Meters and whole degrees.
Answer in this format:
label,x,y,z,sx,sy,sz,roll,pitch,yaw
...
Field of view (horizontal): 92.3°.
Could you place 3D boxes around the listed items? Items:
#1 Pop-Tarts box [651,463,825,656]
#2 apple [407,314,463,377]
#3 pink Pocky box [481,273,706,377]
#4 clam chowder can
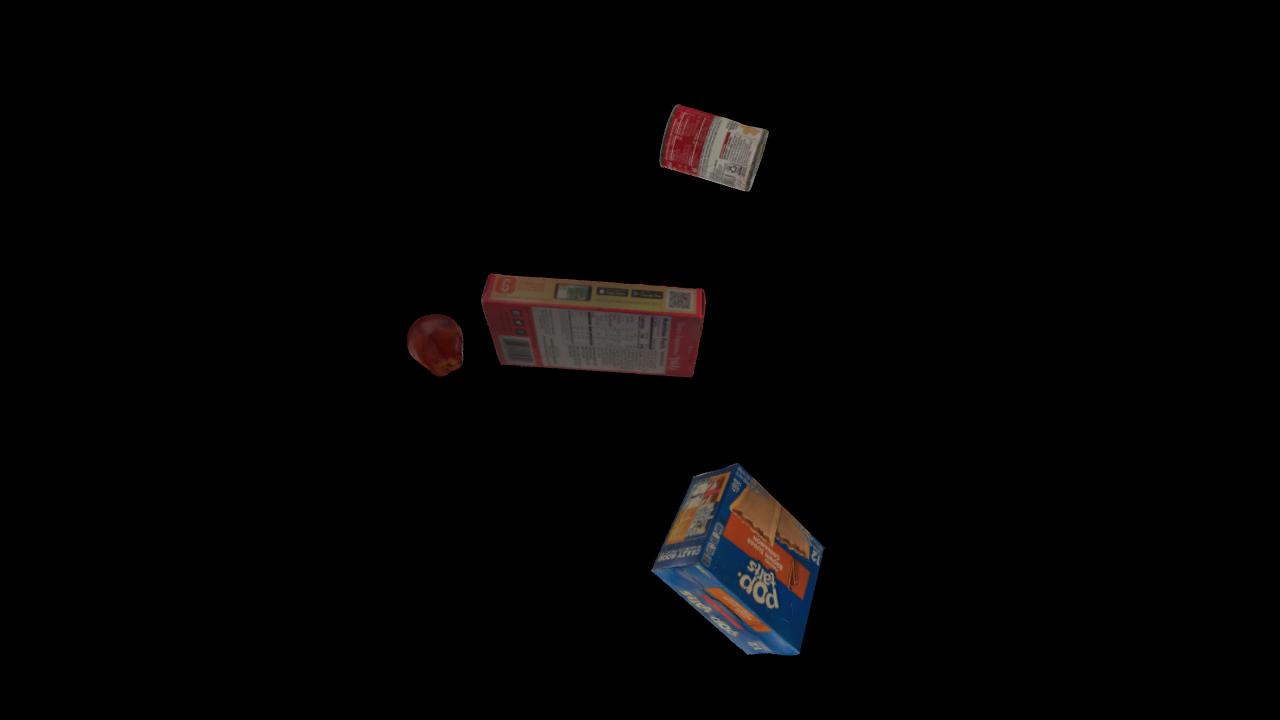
label,x,y,z,sx,sy,sz,roll,pitch,yaw
Pop-Tarts box,0.120,0.232,0.717,0.083,0.167,0.141,-32,19,46
apple,-0.293,-0.023,0.890,0.079,0.079,0.093,0,43,-42
pink Pocky box,-0.032,-0.023,0.458,0.155,0.029,0.084,4,-32,1
clam chowder can,0.080,-0.228,0.663,0.102,0.068,0.068,19,3,8
